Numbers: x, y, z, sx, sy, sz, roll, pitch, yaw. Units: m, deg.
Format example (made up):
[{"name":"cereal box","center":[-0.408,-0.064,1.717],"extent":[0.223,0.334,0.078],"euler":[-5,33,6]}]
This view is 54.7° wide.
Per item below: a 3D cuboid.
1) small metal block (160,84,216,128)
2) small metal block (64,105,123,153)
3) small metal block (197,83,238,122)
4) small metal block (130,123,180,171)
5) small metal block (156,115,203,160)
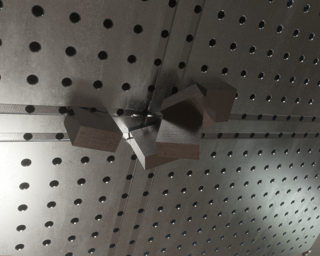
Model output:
[{"name":"small metal block","center":[0.037,-0.021,0.398],"extent":[0.050,0.025,0.050],"euler":[-24,122,30]},{"name":"small metal block","center":[-0.077,0.001,0.355],"extent":[0.050,0.050,0.025],"euler":[13,112,-34]},{"name":"small metal block","center":[0.074,-0.035,0.432],"extent":[0.050,0.025,0.050],"euler":[-4,120,-27]},{"name":"small metal block","center":[-0.006,0.022,0.405],"extent":[0.050,0.050,0.025],"euler":[-16,134,-20]},{"name":"small metal block","center":[0.025,0.010,0.378],"extent":[0.050,0.050,0.025],"euler":[3,132,11]}]
